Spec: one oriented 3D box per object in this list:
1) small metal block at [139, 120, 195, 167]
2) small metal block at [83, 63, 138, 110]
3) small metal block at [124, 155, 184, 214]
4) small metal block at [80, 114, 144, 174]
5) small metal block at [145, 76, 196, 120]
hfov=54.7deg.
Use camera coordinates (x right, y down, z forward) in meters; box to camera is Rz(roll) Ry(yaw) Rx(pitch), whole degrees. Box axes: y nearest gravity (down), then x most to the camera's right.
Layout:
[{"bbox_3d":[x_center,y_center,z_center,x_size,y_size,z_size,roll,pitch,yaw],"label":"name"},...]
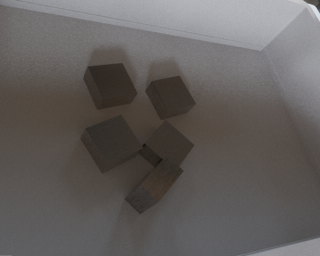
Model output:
[{"bbox_3d":[0.008,0.026,0.396,0.050,0.025,0.050,42,51,0],"label":"small metal block"},{"bbox_3d":[-0.065,-0.055,0.405,0.050,0.025,0.050,-15,69,-34],"label":"small metal block"},{"bbox_3d":[-0.007,0.064,0.348,0.025,0.050,0.050,44,51,2],"label":"small metal block"},{"bbox_3d":[-0.057,0.018,0.365,0.050,0.025,0.050,-26,76,-37],"label":"small metal block"},{"bbox_3d":[0.015,-0.044,0.442,0.050,0.025,0.050,-17,71,-35],"label":"small metal block"}]
